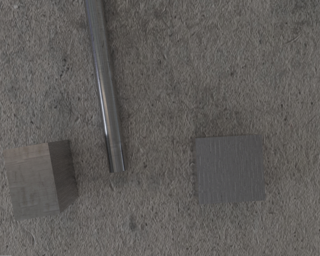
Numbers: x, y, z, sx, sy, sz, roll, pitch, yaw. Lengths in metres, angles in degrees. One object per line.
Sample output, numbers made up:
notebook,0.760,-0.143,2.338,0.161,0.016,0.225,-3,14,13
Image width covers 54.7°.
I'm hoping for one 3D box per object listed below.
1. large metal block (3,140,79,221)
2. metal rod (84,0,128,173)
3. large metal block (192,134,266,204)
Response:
large metal block,-0.142,0.059,0.381,0.050,0.080,0.080,-10,90,0
metal rod,-0.076,-0.091,0.409,0.025,0.025,0.298,-8,90,0
large metal block,0.085,0.050,0.398,0.081,0.050,0.080,-3,90,0
